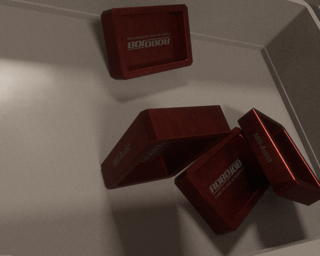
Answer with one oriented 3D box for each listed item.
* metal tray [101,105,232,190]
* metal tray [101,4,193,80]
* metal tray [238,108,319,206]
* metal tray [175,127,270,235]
[{"bbox_3d":[0.001,0.024,0.326,0.091,0.129,0.030,-5,65,-31],"label":"metal tray"},{"bbox_3d":[-0.013,-0.124,0.441,0.131,0.030,0.089,-20,110,-36],"label":"metal tray"},{"bbox_3d":[0.169,0.039,0.436,0.091,0.030,0.130,22,37,-37],"label":"metal tray"},{"bbox_3d":[0.093,0.065,0.414,0.131,0.030,0.090,-34,81,-38],"label":"metal tray"}]
